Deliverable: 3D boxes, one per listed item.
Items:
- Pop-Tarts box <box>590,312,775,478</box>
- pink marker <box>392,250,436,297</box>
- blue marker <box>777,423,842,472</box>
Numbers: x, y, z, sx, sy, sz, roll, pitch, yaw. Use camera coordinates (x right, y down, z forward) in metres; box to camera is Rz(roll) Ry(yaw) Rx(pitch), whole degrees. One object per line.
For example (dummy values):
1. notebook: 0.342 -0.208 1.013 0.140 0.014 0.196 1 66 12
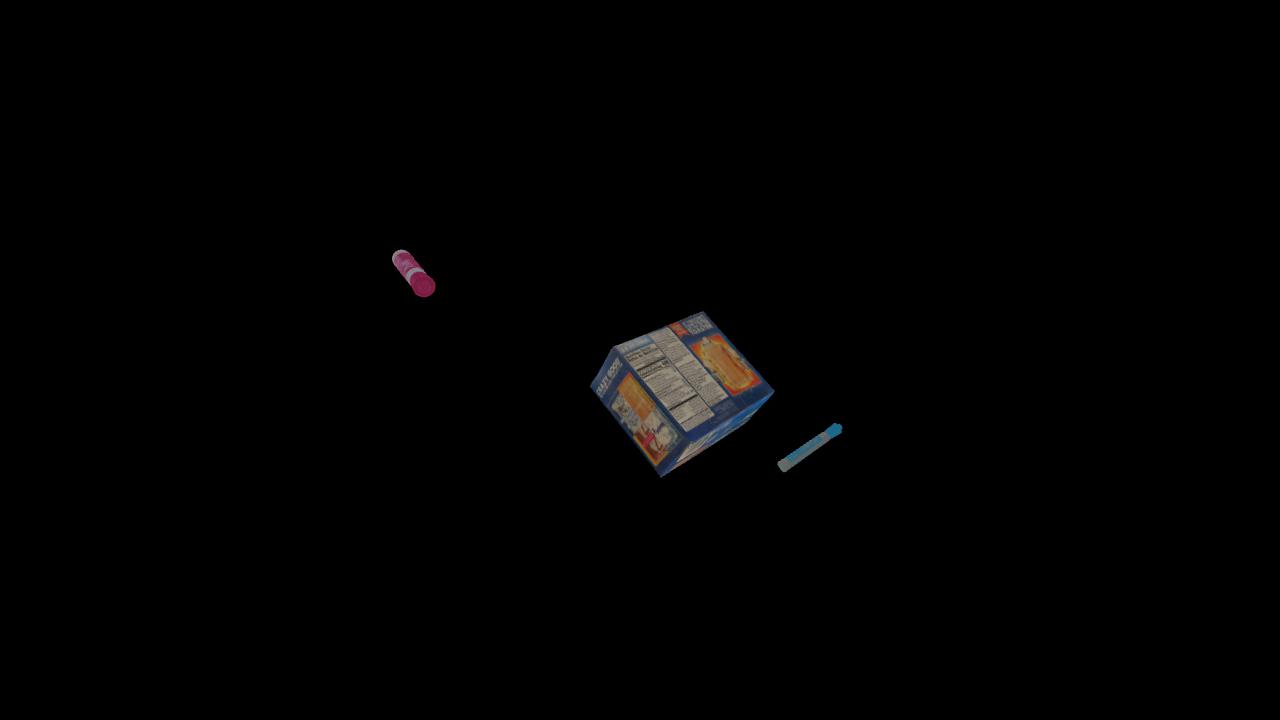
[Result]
1. Pop-Tarts box: 0.052 0.035 0.739 0.167 0.141 0.083 -24 -23 -43
2. pink marker: -0.207 -0.080 0.559 0.020 0.020 0.121 0 19 -30
3. blue marker: 0.271 0.137 0.974 0.121 0.020 0.020 -32 6 -10
